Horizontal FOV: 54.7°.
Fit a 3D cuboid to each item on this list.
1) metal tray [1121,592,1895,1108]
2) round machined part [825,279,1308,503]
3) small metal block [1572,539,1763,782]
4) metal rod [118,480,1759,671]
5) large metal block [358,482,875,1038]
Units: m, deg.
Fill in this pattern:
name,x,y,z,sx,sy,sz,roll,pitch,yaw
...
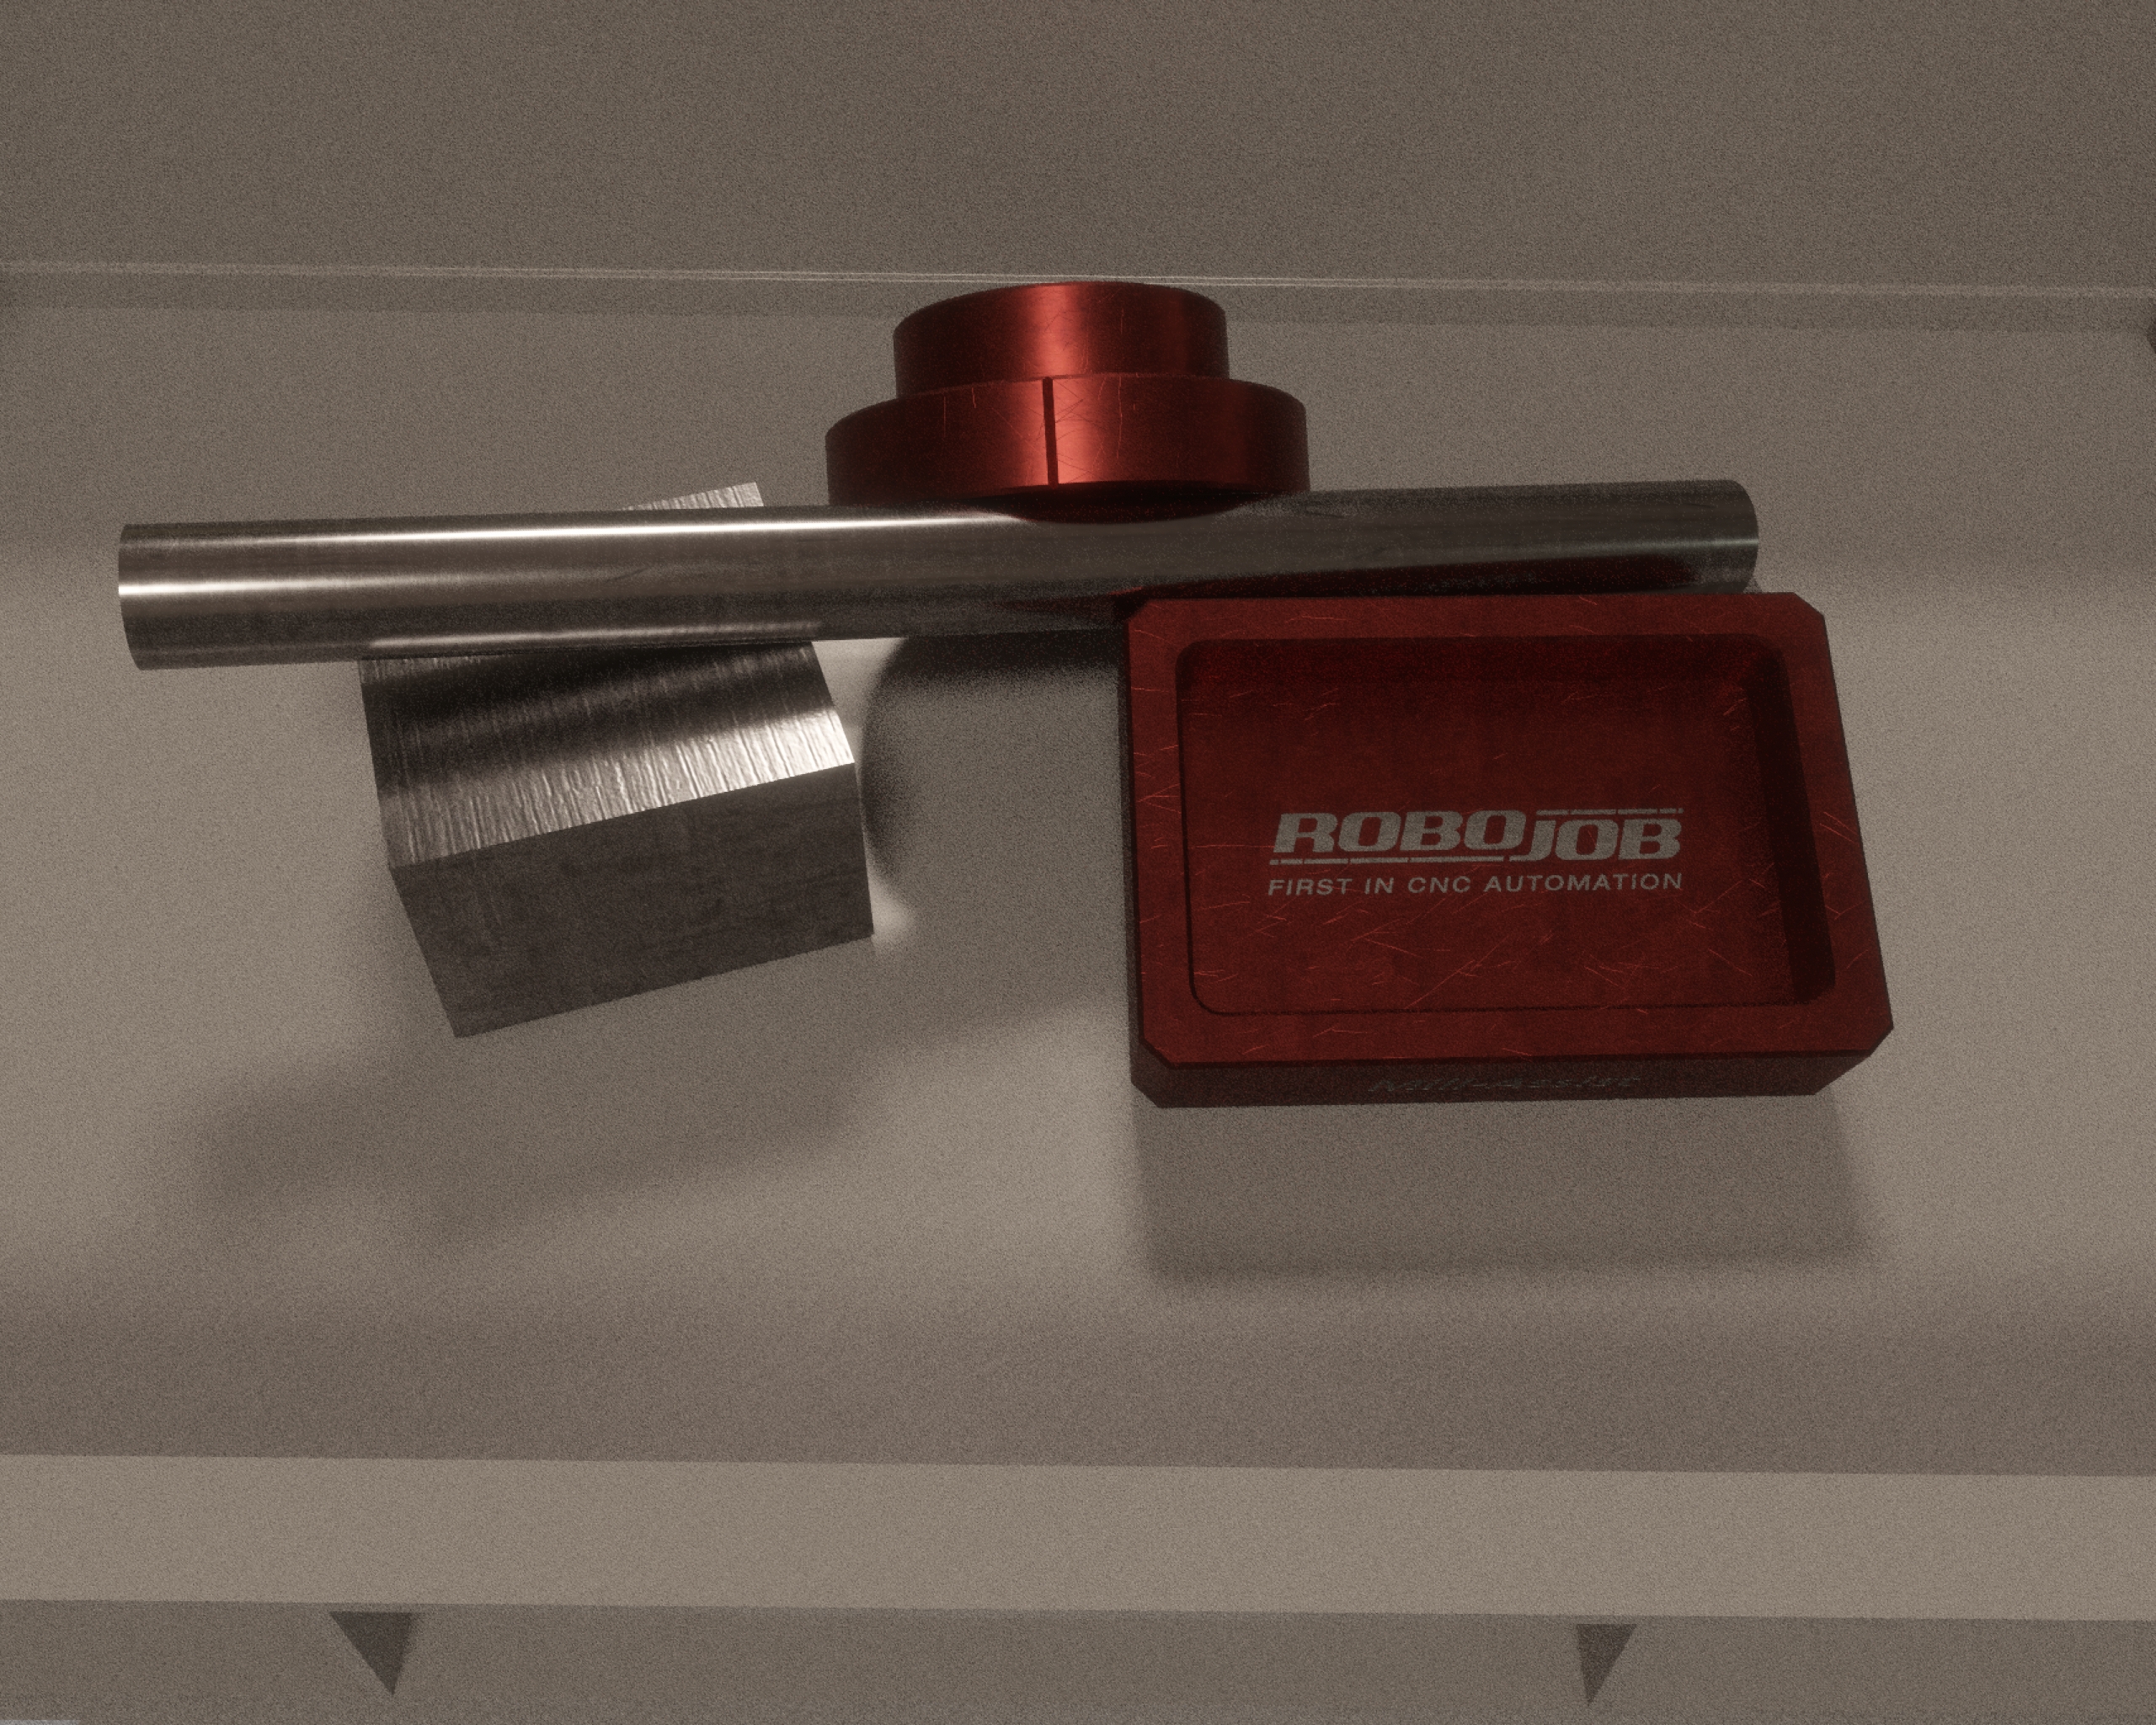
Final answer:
name,x,y,z,sx,sy,sz,roll,pitch,yaw
metal tray,0.074,-0.003,0.385,0.131,0.030,0.090,-1,69,-2
round machined part,-0.003,-0.090,0.429,0.099,0.098,0.042,-3,91,-3
small metal block,0.118,-0.045,0.442,0.050,0.025,0.050,-9,51,-8
metal rod,-0.014,-0.056,0.391,0.302,0.025,0.025,-4,50,-13
large metal block,-0.090,-0.022,0.403,0.081,0.050,0.080,-14,52,-12
